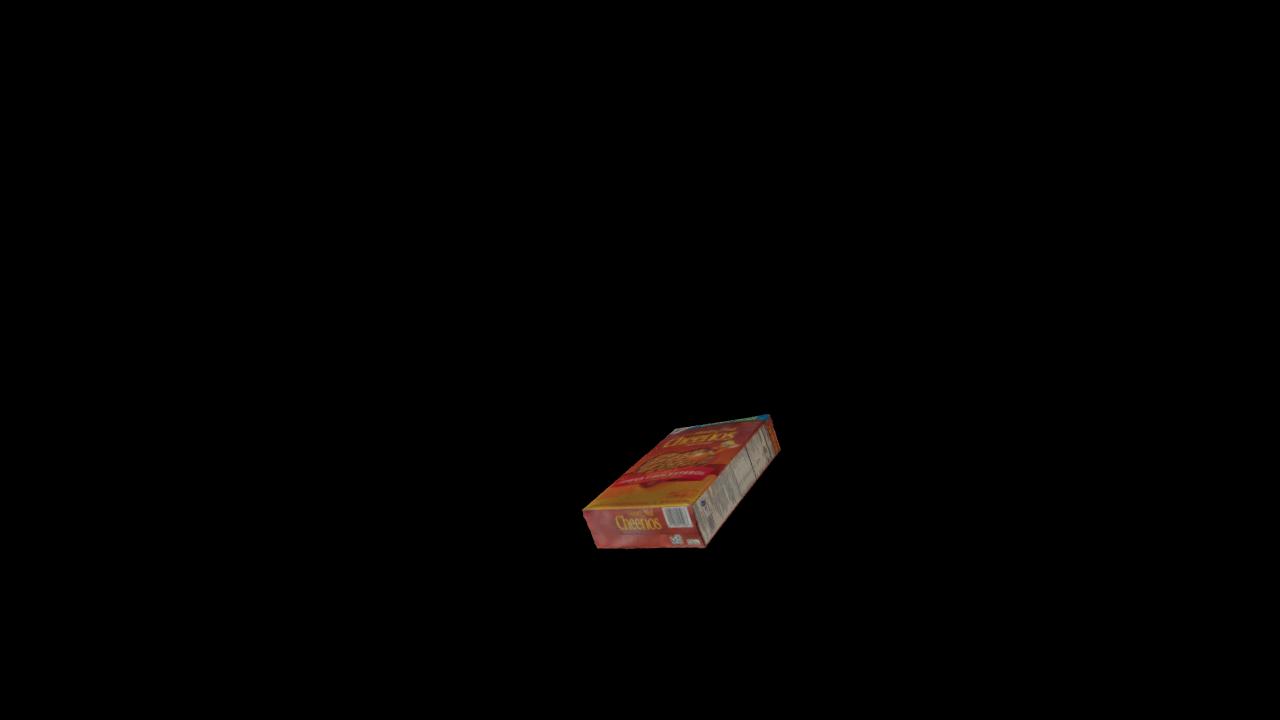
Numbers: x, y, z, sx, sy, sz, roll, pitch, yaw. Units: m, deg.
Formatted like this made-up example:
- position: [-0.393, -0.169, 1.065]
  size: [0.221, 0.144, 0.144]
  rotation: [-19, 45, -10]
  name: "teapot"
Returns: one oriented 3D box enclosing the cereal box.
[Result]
- position: [0.077, 0.189, 0.993]
  size: [0.203, 0.081, 0.306]
  rotation: [-13, 12, 37]
  name: "cereal box"
